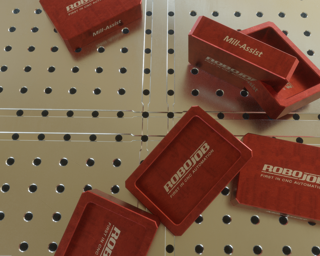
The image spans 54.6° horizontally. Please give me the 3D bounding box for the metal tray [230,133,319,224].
[{"bbox_3d":[0.161,0.064,0.387,0.131,0.030,0.090,12,70,4],"label":"metal tray"}]

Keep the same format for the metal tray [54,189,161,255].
[{"bbox_3d":[-0.066,0.144,0.340,0.090,0.030,0.130,23,85,8],"label":"metal tray"}]

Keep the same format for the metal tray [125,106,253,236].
[{"bbox_3d":[0.034,0.050,0.371,0.090,0.030,0.130,42,92,13],"label":"metal tray"}]

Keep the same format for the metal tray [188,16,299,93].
[{"bbox_3d":[0.101,-0.088,0.407,0.130,0.090,0.030,28,83,10],"label":"metal tray"}]

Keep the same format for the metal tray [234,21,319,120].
[{"bbox_3d":[0.153,-0.083,0.424,0.091,0.030,0.130,-23,65,-19],"label":"metal tray"}]

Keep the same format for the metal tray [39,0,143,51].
[{"bbox_3d":[-0.104,-0.185,0.476,0.131,0.030,0.090,-31,73,-11],"label":"metal tray"}]
